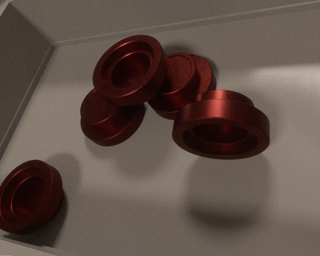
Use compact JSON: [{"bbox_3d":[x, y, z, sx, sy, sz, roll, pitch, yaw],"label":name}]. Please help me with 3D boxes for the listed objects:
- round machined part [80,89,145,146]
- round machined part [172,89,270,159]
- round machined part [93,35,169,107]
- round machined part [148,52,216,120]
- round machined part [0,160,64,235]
[{"bbox_3d":[-0.075,-0.026,0.448,0.098,0.042,0.098,-13,56,20],"label":"round machined part"},{"bbox_3d":[0.064,-0.005,0.328,0.098,0.098,0.042,-4,60,26],"label":"round machined part"},{"bbox_3d":[-0.033,-0.069,0.399,0.098,0.042,0.098,-13,56,20],"label":"round machined part"},{"bbox_3d":[0.023,-0.063,0.420,0.098,0.042,0.098,-13,56,20],"label":"round machined part"},{"bbox_3d":[-0.173,0.096,0.424,0.098,0.042,0.098,-13,56,20],"label":"round machined part"}]
